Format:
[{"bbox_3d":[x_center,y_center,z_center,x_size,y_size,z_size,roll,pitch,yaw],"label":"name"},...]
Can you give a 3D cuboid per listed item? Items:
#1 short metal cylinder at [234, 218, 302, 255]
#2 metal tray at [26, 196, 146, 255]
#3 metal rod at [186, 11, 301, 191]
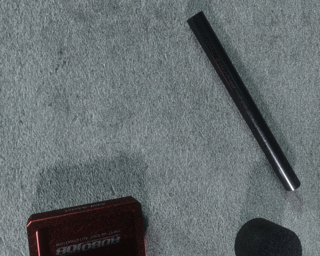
[{"bbox_3d":[0.158,0.179,0.454,0.081,0.050,0.079,0,90,-20],"label":"short metal cylinder"},{"bbox_3d":[-0.085,0.140,0.375,0.131,0.030,0.089,-6,92,-20],"label":"metal tray"},{"bbox_3d":[0.128,-0.032,0.455,0.025,0.025,0.299,-37,102,-16],"label":"metal rod"}]
